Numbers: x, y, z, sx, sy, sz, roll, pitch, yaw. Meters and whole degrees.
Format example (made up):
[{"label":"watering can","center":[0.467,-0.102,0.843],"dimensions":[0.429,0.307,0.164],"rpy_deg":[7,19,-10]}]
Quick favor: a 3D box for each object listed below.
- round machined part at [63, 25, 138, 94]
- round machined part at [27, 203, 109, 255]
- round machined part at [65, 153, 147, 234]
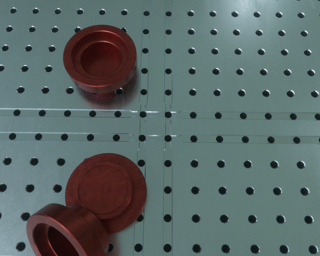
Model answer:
[{"label":"round machined part","center":[-0.081,-0.092,0.435],"dimensions":[0.099,0.042,0.098],"rpy_deg":[0,70,-1]},{"label":"round machined part","center":[-0.095,0.124,0.337],"dimensions":[0.098,0.097,0.042],"rpy_deg":[39,38,12]},{"label":"round machined part","center":[-0.065,0.077,0.374],"dimensions":[0.099,0.042,0.098],"rpy_deg":[0,70,-1]}]
